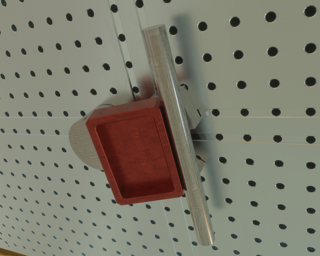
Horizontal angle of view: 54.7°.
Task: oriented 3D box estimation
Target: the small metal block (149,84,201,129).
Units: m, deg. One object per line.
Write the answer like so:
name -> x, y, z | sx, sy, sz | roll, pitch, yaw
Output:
small metal block -> 0.016, -0.021, 0.389 | 0.050, 0.025, 0.050 | -16, 110, 34

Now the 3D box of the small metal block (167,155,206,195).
small metal block -> 0.027, 0.057, 0.430 | 0.050, 0.025, 0.050 | 34, 129, 5

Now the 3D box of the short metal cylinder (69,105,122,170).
short metal cylinder -> -0.082, 0.013, 0.443 | 0.080, 0.050, 0.079 | 13, 124, 20

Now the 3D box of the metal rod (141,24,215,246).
metal rod -> 0.029, 0.027, 0.379 | 0.025, 0.025, 0.298 | -1, 118, 28

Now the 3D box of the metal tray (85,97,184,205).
metal tray -> -0.027, 0.033, 0.390 | 0.090, 0.030, 0.129 | -11, 115, 11
